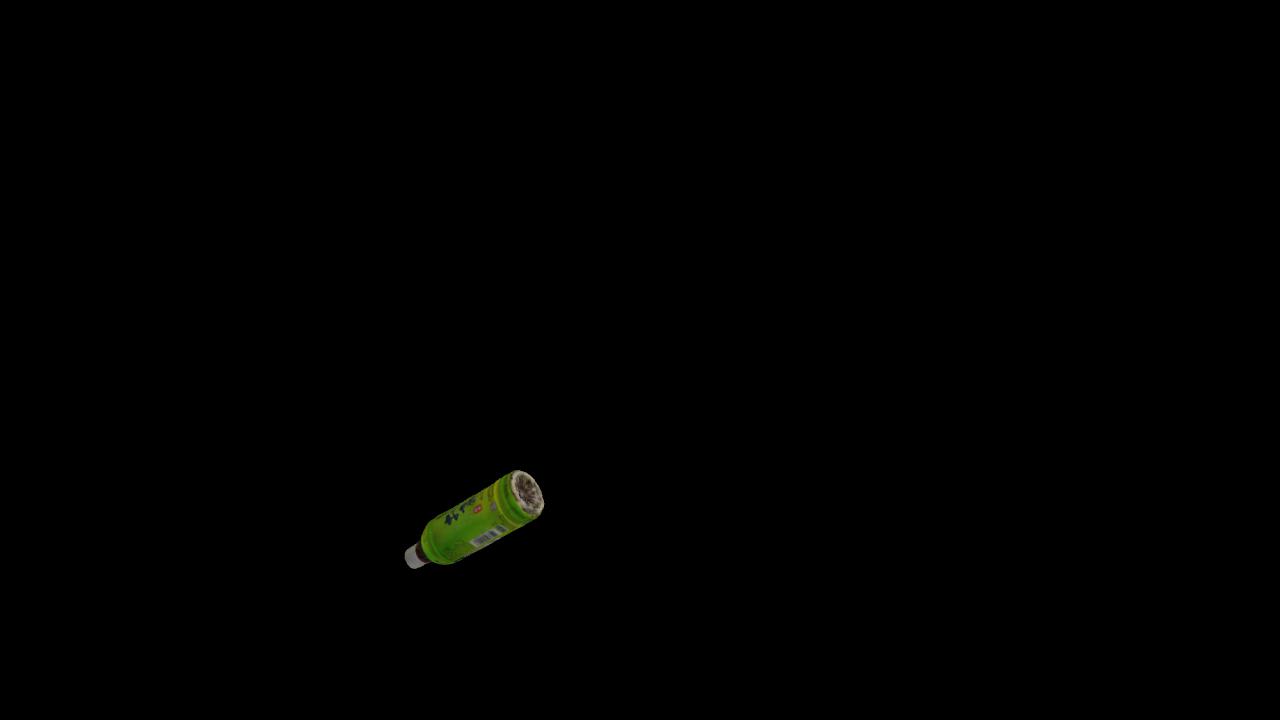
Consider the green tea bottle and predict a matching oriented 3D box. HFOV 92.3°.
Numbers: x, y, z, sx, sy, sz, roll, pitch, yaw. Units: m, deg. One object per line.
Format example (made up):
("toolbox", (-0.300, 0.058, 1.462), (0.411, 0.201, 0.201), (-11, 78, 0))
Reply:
("green tea bottle", (-0.230, 0.225, 0.827), (0.212, 0.073, 0.073), (-32, -9, 14))
